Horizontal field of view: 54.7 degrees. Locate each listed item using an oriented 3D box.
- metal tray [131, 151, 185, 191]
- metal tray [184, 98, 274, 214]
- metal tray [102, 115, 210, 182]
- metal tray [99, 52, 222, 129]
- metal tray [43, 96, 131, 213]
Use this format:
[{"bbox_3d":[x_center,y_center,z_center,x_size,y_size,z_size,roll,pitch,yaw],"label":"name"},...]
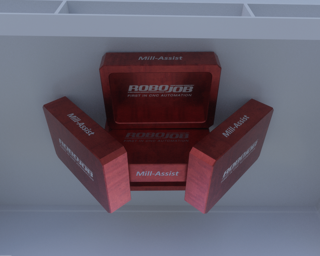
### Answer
[{"bbox_3d":[-0.003,0.050,0.444,0.131,0.030,0.089,0,130,-1],"label":"metal tray"},{"bbox_3d":[0.084,0.031,0.374,0.030,0.131,0.089,31,138,30],"label":"metal tray"},{"bbox_3d":[-0.004,0.022,0.383,0.131,0.090,0.030,0,130,-1],"label":"metal tray"},{"bbox_3d":[0.001,-0.042,0.367,0.131,0.030,0.089,-1,131,-1],"label":"metal tray"},{"bbox_3d":[-0.088,0.030,0.371,0.030,0.130,0.089,-30,139,-31],"label":"metal tray"}]
